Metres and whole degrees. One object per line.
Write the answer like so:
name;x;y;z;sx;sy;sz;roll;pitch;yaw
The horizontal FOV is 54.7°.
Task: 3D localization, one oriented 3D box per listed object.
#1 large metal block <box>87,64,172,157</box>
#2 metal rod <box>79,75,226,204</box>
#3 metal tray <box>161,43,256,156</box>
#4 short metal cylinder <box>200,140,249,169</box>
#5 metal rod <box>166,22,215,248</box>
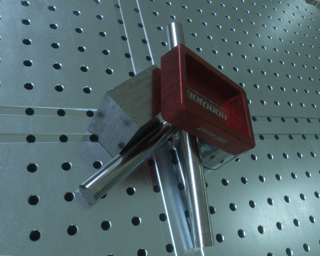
large metal block;-0.030;-0.019;0.369;0.050;0.080;0.080;47;51;4
metal rod;0.014;-0.004;0.420;0.025;0.025;0.302;47;51;4
metal tray;0.058;-0.030;0.366;0.131;0.030;0.090;26;50;-36
short metal cylinder;0.081;0.011;0.430;0.081;0.050;0.080;14;56;-21
metal rod;0.036;-0.005;0.403;0.025;0.025;0.299;4;69;-27
